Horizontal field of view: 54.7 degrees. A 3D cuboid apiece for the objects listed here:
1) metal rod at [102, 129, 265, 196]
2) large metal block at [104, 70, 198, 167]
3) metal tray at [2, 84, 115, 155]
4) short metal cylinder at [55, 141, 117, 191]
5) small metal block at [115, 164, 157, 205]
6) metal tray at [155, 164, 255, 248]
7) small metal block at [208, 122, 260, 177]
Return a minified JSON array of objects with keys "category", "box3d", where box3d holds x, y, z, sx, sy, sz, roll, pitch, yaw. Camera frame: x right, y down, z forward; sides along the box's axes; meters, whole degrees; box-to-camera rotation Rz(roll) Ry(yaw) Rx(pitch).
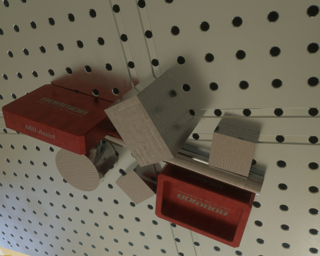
[{"category":"metal rod","box3d":[-0.009,0.029,0.434,0.301,0.025,0.025,18,126,17]},{"category":"large metal block","box3d":[-0.007,-0.013,0.373,0.050,0.080,0.080,-20,108,36]},{"category":"metal tray","box3d":[-0.134,-0.017,0.428,0.130,0.090,0.030,17,125,18]},{"category":"short metal cylinder","box3d":[-0.115,0.052,0.487,0.080,0.050,0.079,13,124,21]},{"category":"small metal block","box3d":[-0.033,0.086,0.483,0.050,0.025,0.050,48,129,-6]},{"category":"metal tray","box3d":[0.060,0.109,0.443,0.130,0.030,0.089,17,126,18]},{"category":"small metal block","box3d":[0.090,0.026,0.380,0.050,0.025,0.050,16,125,19]}]
